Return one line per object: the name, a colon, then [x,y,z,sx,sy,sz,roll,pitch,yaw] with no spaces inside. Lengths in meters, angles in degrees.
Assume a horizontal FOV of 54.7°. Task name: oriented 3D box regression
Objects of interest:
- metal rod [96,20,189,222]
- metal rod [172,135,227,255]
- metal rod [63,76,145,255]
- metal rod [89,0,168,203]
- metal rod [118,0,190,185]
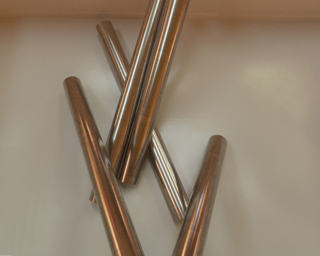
metal rod: [-0.027,-0.022,0.417,0.025,0.025,0.299,-21,72,-8]
metal rod: [0.031,0.094,0.283,0.025,0.025,0.301,21,34,7]
metal rod: [-0.067,0.034,0.331,0.025,0.025,0.300,-22,47,-8]
metal rod: [-0.032,-0.053,0.387,0.025,0.025,0.299,16,86,5]
metal rod: [0.001,-0.077,0.374,0.025,0.025,0.298,17,95,5]
